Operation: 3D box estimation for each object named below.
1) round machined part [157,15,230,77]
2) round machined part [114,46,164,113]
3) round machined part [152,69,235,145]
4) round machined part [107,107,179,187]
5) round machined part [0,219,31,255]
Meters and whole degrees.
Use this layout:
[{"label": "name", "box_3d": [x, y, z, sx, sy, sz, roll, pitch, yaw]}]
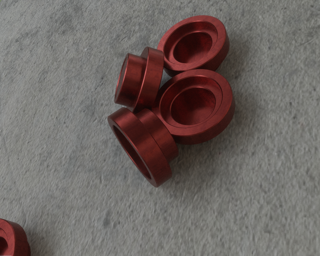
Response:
[{"label": "round machined part", "box_3d": [0.048, -0.106, 0.431, 0.098, 0.042, 0.098, -13, 56, 20]}, {"label": "round machined part", "box_3d": [-0.032, -0.060, 0.409, 0.042, 0.098, 0.098, 14, 60, -15]}, {"label": "round machined part", "box_3d": [0.043, -0.022, 0.380, 0.098, 0.042, 0.098, -12, 54, 17]}, {"label": "round machined part", "box_3d": [-0.015, 0.016, 0.356, 0.042, 0.098, 0.098, -35, 50, -14]}, {"label": "round machined part", "box_3d": [-0.207, 0.170, 0.395, 0.098, 0.042, 0.098, -13, 56, 20]}]
